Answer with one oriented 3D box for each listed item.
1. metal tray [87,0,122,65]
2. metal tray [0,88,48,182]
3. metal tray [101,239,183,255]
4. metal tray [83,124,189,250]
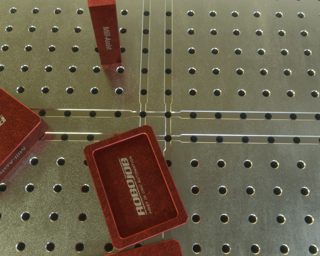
[{"bbox_3d":[-0.075,-0.156,0.411,0.030,0.130,0.090,-9,71,-7],"label":"metal tray"},{"bbox_3d":[-0.224,0.018,0.400,0.090,0.030,0.130,34,73,11],"label":"metal tray"},{"bbox_3d":[-0.033,0.183,0.342,0.131,0.030,0.090,-12,71,-5],"label":"metal tray"},{"bbox_3d":[-0.031,0.070,0.382,0.091,0.030,0.130,-20,71,-8],"label":"metal tray"}]
